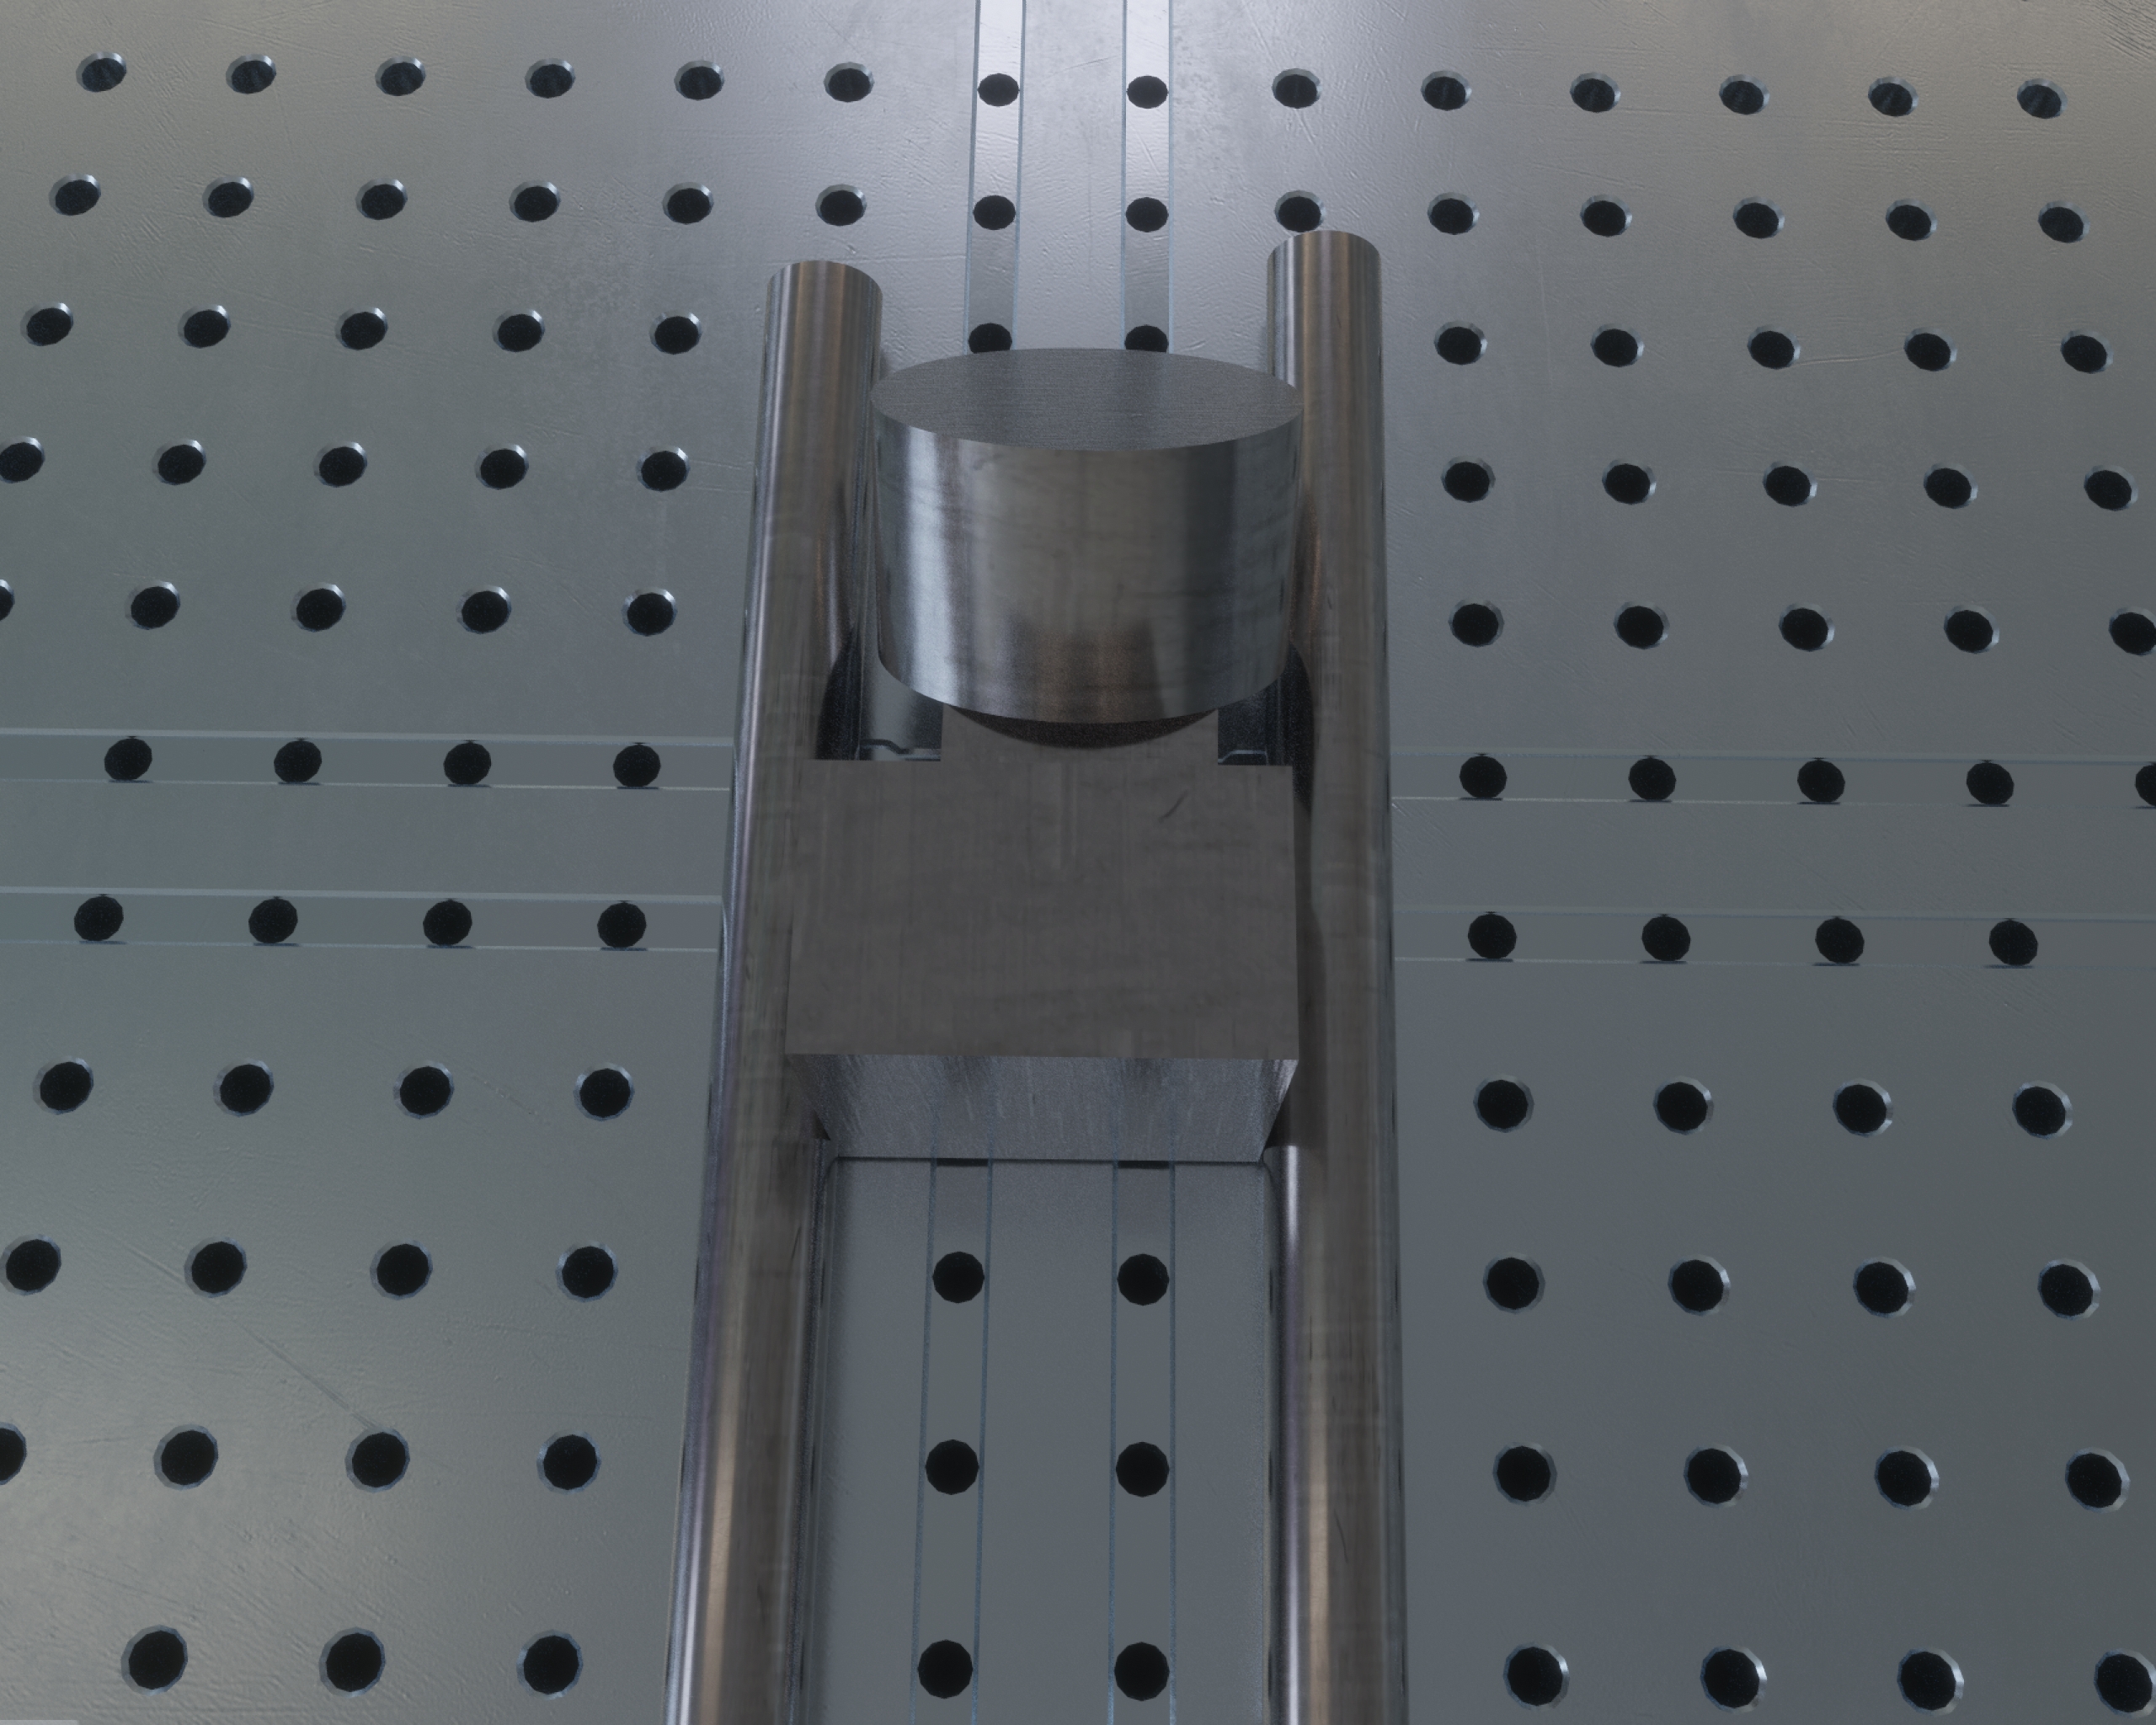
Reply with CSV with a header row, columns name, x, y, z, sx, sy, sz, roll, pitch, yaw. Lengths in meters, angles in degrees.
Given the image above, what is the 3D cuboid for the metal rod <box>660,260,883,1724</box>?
name,x,y,z,sx,sy,sz,roll,pitch,yaw
metal rod,-0.057,0.016,0.405,0.025,0.025,0.299,1,70,0

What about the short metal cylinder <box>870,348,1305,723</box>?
name,x,y,z,sx,sy,sz,roll,pitch,yaw
short metal cylinder,0.001,-0.065,0.399,0.081,0.050,0.080,1,26,0

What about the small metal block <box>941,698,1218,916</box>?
name,x,y,z,sx,sy,sz,roll,pitch,yaw
small metal block,0.000,-0.009,0.402,0.050,0.050,0.025,1,70,0

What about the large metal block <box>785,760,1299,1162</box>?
name,x,y,z,sx,sy,sz,roll,pitch,yaw
large metal block,-0.005,0.020,0.372,0.081,0.080,0.050,1,70,0

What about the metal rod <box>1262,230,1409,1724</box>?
name,x,y,z,sx,sy,sz,roll,pitch,yaw
metal rod,0.049,0.009,0.409,0.025,0.025,0.299,2,70,0
